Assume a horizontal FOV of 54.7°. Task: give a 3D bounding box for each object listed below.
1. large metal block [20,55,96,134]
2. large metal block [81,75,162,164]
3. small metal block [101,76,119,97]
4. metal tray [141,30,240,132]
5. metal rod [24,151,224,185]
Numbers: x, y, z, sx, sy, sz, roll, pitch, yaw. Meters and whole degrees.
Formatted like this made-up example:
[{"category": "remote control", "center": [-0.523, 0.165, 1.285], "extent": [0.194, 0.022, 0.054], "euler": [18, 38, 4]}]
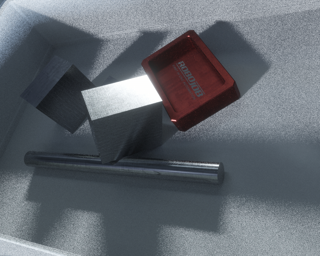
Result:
[{"category": "large metal block", "center": [-0.147, -0.050, 0.476], "extent": [0.050, 0.080, 0.080], "euler": [29, 78, 37]}, {"category": "large metal block", "center": [-0.044, -0.010, 0.381], "extent": [0.081, 0.080, 0.050], "euler": [-17, 50, -15]}, {"category": "small metal block", "center": [-0.052, -0.043, 0.441], "extent": [0.050, 0.050, 0.025], "euler": [32, 80, 37]}, {"category": "metal tray", "center": [0.037, -0.068, 0.423], "extent": [0.090, 0.030, 0.130], "euler": [-32, 52, 7]}, {"category": "metal rod", "center": [-0.066, 0.049, 0.408], "extent": [0.300, 0.025, 0.025], "euler": [1, 62, 28]}]
